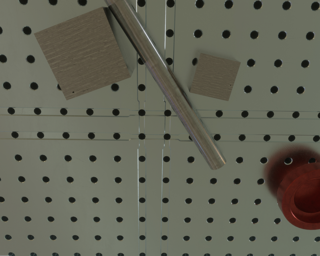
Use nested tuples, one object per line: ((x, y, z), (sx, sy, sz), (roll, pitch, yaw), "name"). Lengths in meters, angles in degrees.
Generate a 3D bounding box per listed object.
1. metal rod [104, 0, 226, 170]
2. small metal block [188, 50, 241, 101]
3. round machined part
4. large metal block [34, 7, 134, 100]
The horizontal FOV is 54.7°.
((0.002, -0.069, 0.388), (0.025, 0.025, 0.299), (-30, 108, 10), "metal rod")
((0.067, -0.066, 0.390), (0.050, 0.025, 0.050), (12, 110, -5), "small metal block")
((0.216, 0.092, 0.441), (0.099, 0.042, 0.097), (0, 110, -1), "round machined part")
((-0.085, -0.089, 0.366), (0.080, 0.050, 0.080), (-19, 109, 6), "large metal block")
